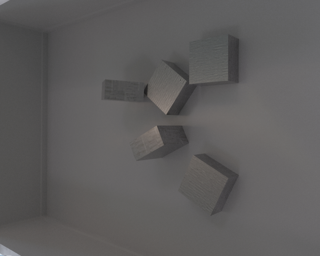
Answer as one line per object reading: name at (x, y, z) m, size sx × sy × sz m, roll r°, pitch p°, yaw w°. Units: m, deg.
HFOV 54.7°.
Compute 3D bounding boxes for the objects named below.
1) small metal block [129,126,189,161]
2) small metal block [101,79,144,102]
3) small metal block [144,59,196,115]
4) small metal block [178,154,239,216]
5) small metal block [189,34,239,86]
small metal block at (-0.001, 0.019, 0.391) m, size 0.050 × 0.050 × 0.025 m, roll -32°, pitch 70°, yaw 35°
small metal block at (-0.052, -0.049, 0.421) m, size 0.050 × 0.050 × 0.025 m, roll -166°, pitch 79°, yaw -74°
small metal block at (0.013, -0.051, 0.397) m, size 0.050 × 0.025 × 0.050 m, roll 46°, pitch 117°, yaw 30°
small metal block at (0.055, 0.065, 0.361) m, size 0.050 × 0.025 × 0.050 m, roll 33°, pitch 110°, yaw 35°
small metal block at (0.062, -0.076, 0.356) m, size 0.050 × 0.025 × 0.050 m, roll 1°, pitch 90°, yaw 40°
